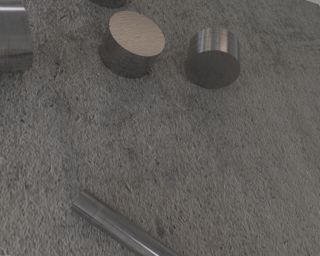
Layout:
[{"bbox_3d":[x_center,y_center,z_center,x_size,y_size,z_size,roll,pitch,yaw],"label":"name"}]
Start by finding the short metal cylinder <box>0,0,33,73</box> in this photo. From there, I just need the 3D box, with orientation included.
[{"bbox_3d":[-0.176,-0.099,0.334,0.050,0.080,0.080,-14,69,-34],"label":"short metal cylinder"}]

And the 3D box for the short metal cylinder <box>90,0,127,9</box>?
[{"bbox_3d":[-0.082,-0.237,0.488,0.081,0.050,0.080,14,56,-21],"label":"short metal cylinder"}]

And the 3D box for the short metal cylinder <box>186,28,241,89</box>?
[{"bbox_3d":[0.082,-0.106,0.477,0.080,0.080,0.050,20,54,-17],"label":"short metal cylinder"}]

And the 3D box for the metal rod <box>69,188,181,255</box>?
[{"bbox_3d":[0.037,0.160,0.325,0.301,0.025,0.025,36,51,-4],"label":"metal rod"}]

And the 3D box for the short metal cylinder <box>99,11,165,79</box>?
[{"bbox_3d":[-0.040,-0.117,0.437,0.081,0.050,0.080,14,56,-21],"label":"short metal cylinder"}]
